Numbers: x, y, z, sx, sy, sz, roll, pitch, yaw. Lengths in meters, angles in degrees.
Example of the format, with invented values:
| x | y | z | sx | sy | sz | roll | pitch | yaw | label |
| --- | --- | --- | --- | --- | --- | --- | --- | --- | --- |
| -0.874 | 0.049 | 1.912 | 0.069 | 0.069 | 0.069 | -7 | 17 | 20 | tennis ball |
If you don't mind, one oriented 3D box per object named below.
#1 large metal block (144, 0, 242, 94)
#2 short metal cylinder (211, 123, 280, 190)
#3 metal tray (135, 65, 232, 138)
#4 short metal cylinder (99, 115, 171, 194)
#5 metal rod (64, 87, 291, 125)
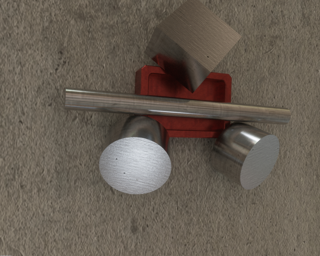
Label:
| x | y | z | sx | sy | sz | roll | pitch | yaw | label |
| --- | --- | --- | --- | --- | --- | --- | --- | --- | --- |
| 0.041 | -0.105 | 0.389 | 0.080 | 0.050 | 0.080 | 41 | 60 | 0 | large metal block |
| 0.117 | 0.036 | 0.423 | 0.081 | 0.050 | 0.079 | -20 | 123 | -33 | short metal cylinder |
| 0.032 | -0.032 | 0.420 | 0.131 | 0.030 | 0.089 | 2 | 89 | -20 | metal tray |
| -0.027 | 0.031 | 0.367 | 0.081 | 0.050 | 0.079 | 0 | 120 | 0 | short metal cylinder |
| 0.037 | -0.025 | 0.392 | 0.302 | 0.025 | 0.025 | 3 | 89 | -20 | metal rod |
